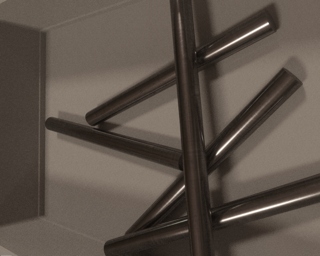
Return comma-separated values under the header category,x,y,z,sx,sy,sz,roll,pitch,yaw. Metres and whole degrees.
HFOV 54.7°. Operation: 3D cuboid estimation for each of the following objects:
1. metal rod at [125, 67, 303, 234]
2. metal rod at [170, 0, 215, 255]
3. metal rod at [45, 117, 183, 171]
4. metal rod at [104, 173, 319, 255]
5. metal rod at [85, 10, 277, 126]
category,x,y,z,sx,sy,sz,roll,pitch,yaw
metal rod,0.045,0.052,0.368,0.298,0.025,0.025,-51,61,27
metal rod,0.034,0.000,0.335,0.025,0.025,0.298,-11,79,39
metal rod,-0.084,0.016,0.473,0.300,0.025,0.025,12,98,39
metal rod,0.047,0.107,0.348,0.299,0.025,0.025,-28,73,30
metal rod,0.002,-0.061,0.403,0.299,0.025,0.025,-23,76,37
